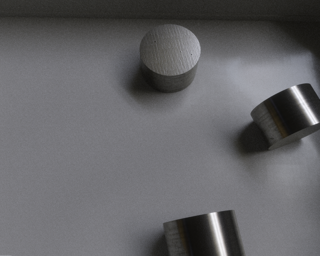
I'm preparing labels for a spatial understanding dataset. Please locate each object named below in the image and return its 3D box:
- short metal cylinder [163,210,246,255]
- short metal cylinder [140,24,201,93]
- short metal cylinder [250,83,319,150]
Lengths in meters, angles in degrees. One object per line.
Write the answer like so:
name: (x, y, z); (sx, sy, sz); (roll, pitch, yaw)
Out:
short metal cylinder: (0.047, 0.122, 0.336); (0.081, 0.080, 0.050); (-9, 71, -4)
short metal cylinder: (0.013, -0.096, 0.432); (0.081, 0.050, 0.080); (0, 70, 0)
short metal cylinder: (0.162, -0.013, 0.387); (0.081, 0.080, 0.050); (-20, 72, -7)
